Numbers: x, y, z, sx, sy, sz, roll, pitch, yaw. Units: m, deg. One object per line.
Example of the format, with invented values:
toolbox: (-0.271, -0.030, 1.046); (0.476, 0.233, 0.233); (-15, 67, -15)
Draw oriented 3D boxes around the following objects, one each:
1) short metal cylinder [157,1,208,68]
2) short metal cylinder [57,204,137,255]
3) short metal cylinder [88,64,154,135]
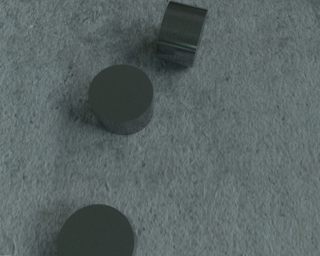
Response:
short metal cylinder: (0.031, -0.128, 0.426); (0.050, 0.080, 0.080); (16, 71, 5)
short metal cylinder: (-0.067, 0.129, 0.347); (0.081, 0.050, 0.080); (0, 70, 0)
short metal cylinder: (-0.049, -0.036, 0.407); (0.081, 0.050, 0.080); (0, 70, 0)
